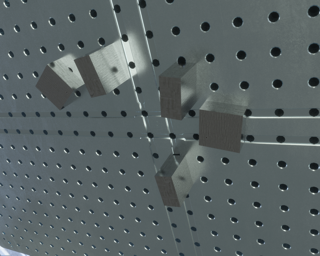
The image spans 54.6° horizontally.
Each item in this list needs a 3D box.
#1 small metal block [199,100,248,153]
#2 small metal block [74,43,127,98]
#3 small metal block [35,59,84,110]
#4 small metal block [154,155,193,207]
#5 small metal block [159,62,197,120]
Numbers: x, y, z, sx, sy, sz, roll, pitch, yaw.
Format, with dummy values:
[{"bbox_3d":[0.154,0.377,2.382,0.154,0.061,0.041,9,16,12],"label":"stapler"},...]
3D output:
[{"bbox_3d":[0.075,-0.002,0.371,0.050,0.025,0.050,10,123,22],"label":"small metal block"},{"bbox_3d":[-0.073,-0.072,0.389,0.025,0.050,0.050,-8,115,32],"label":"small metal block"},{"bbox_3d":[-0.146,-0.062,0.451,0.050,0.025,0.050,45,129,-3],"label":"small metal block"},{"bbox_3d":[0.021,0.073,0.429,0.025,0.050,0.050,-2,117,29],"label":"small metal block"},{"bbox_3d":[0.022,-0.044,0.357,0.025,0.050,0.050,11,123,23],"label":"small metal block"}]
